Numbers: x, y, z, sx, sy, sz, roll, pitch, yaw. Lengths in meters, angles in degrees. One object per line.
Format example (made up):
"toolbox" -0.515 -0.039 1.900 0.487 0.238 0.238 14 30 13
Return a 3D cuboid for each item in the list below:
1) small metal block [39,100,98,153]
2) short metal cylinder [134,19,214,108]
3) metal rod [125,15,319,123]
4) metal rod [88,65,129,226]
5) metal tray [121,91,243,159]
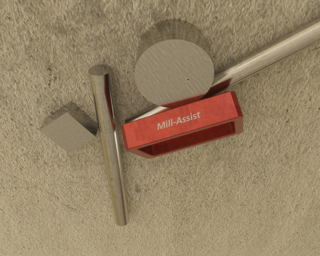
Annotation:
"small metal block" -0.118 -0.001 0.405 0.050 0.025 0.050 -29 125 22
"short metal cylinder" 0.014 -0.068 0.333 0.081 0.050 0.079 0 130 0
"metal rod" 0.088 -0.064 0.353 0.300 0.025 0.025 -26 126 20
"metal rod" -0.067 0.048 0.447 0.025 0.025 0.298 0 130 0
"metal tray" 0.031 0.001 0.370 0.130 0.030 0.090 -17 164 11
